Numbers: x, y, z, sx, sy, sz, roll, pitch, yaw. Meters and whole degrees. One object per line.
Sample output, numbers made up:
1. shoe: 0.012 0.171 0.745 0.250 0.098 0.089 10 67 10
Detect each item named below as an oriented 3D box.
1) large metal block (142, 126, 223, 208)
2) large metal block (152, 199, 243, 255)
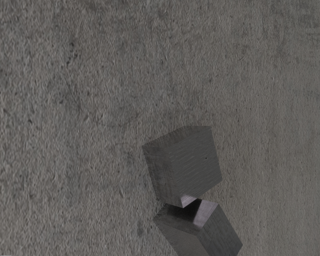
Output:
1. large metal block: 0.032 0.048 0.415 0.081 0.050 0.080 -24 106 -37
2. large metal block: 0.050 0.138 0.410 0.050 0.080 0.080 -46 118 -30
